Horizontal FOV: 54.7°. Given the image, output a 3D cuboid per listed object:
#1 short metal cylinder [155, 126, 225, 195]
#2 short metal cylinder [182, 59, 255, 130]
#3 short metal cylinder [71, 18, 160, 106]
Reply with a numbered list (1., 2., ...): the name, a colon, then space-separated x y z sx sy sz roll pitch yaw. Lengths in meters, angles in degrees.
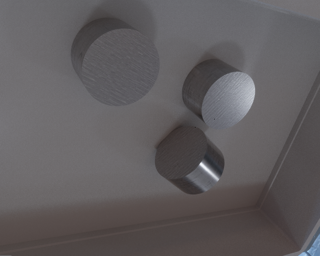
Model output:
1. short metal cylinder: 0.040 0.044 0.424 0.080 0.080 0.050 -45 130 2
2. short metal cylinder: 0.076 -0.045 0.409 0.081 0.050 0.079 -14 125 -21
3. short metal cylinder: -0.047 -0.069 0.325 0.081 0.050 0.079 -14 125 -21
